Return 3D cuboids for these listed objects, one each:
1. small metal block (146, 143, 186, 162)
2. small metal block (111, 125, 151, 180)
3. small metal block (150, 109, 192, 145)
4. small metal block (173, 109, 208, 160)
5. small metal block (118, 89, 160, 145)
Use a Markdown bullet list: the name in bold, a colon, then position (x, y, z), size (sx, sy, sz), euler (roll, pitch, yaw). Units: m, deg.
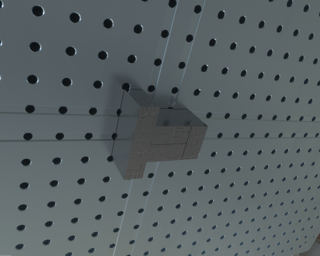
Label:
- **small metal block**: position (-0.002, 0.019, 0.406), size (0.050, 0.050, 0.025), euler (0, 119, -29)
- **small metal block**: position (-0.038, 0.030, 0.393), size (0.025, 0.050, 0.050), euler (0, 119, -29)
- **small metal block**: position (0.004, -0.003, 0.396), size (0.050, 0.050, 0.025), euler (0, 119, -29)
- **small metal block**: position (0.034, 0.008, 0.419), size (0.025, 0.050, 0.050), euler (0, 119, -29)
- **small metal block**: position (-0.027, -0.014, 0.372), size (0.025, 0.050, 0.050), euler (0, 119, -29)
